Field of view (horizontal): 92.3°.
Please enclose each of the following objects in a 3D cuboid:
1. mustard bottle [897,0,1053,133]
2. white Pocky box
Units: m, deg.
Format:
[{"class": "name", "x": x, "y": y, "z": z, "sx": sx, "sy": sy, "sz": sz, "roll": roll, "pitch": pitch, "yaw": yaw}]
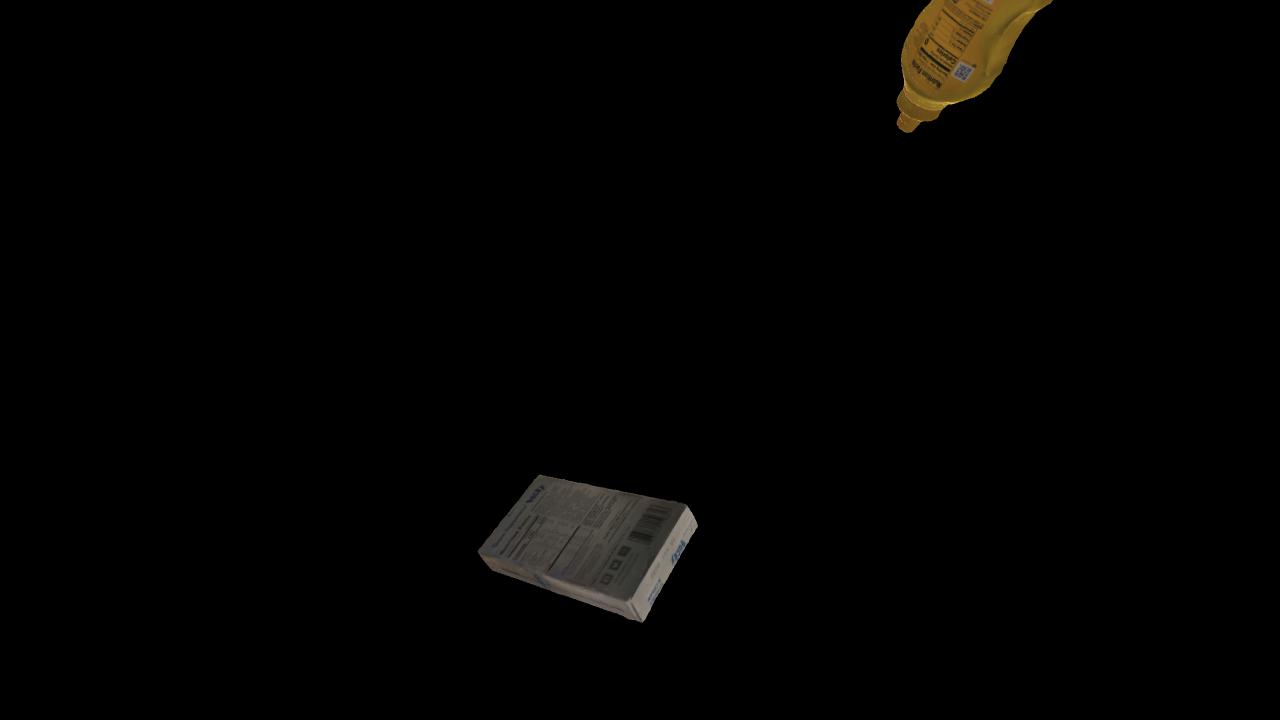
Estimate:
[{"class": "mustard bottle", "x": 0.277, "y": -0.278, "z": 0.534, "sx": 0.054, "sy": 0.092, "sz": 0.184, "roll": -31, "pitch": -21, "yaw": -26}, {"class": "white Pocky box", "x": -0.042, "y": 0.131, "z": 0.452, "sx": 0.154, "sy": 0.028, "sz": 0.084, "roll": 1, "pitch": 39, "yaw": 39}]
